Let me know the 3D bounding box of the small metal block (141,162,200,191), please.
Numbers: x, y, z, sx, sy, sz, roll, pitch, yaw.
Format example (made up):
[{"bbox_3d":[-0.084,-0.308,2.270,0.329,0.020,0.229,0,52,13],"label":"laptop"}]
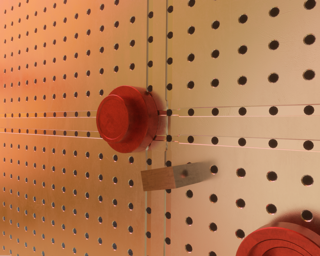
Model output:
[{"bbox_3d":[0.013,0.060,0.382,0.050,0.050,0.025,-15,81,39],"label":"small metal block"}]

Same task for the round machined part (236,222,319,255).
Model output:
[{"bbox_3d":[0.126,0.139,0.295,0.098,0.042,0.097,0,90,40],"label":"round machined part"}]

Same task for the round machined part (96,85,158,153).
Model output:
[{"bbox_3d":[-0.054,-0.013,0.443,0.098,0.042,0.097,0,90,40],"label":"round machined part"}]
